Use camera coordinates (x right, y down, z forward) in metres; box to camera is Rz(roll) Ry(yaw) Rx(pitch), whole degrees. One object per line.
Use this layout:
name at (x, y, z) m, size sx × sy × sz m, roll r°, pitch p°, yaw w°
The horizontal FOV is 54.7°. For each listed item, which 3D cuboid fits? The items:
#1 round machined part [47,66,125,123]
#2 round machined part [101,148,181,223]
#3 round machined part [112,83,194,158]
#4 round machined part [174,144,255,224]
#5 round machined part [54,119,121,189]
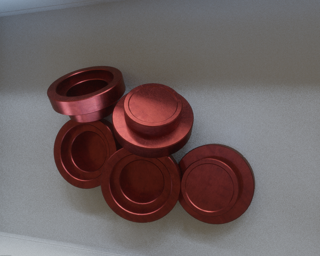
round machined part at (-0.094, -0.043, 0.413) m, size 0.098 × 0.098 × 0.042 m, roll 3°, pitch 126°, yaw 19°
round machined part at (-0.021, 0.066, 0.394) m, size 0.099 × 0.042 × 0.097 m, roll 1°, pitch 96°, yaw 6°
round machined part at (-0.008, -0.016, 0.373) m, size 0.099 × 0.042 × 0.098 m, roll 1°, pitch 53°, yaw -1°
round machined part at (0.064, 0.069, 0.376) m, size 0.098 × 0.042 × 0.097 m, roll 0°, pitch 90°, yaw 19°
round machined part at (-0.094, 0.032, 0.431) m, size 0.098 × 0.042 × 0.097 m, roll 0°, pitch 90°, yaw 19°
